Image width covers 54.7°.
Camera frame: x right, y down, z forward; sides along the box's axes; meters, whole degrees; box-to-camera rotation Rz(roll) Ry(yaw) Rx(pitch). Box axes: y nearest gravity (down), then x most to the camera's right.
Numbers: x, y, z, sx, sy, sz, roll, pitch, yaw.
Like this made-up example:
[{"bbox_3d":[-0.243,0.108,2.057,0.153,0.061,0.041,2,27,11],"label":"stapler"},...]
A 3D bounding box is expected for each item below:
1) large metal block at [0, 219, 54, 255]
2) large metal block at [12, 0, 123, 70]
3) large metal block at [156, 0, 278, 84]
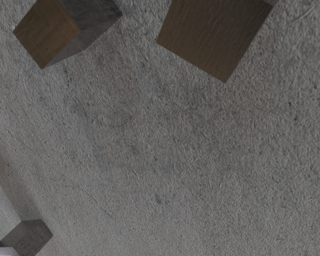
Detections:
[{"bbox_3d":[-0.301,0.252,0.686,0.080,0.080,0.050,-16,110,34],"label":"large metal block"},{"bbox_3d":[-0.103,-0.119,0.352,0.080,0.080,0.050,-27,104,37],"label":"large metal block"},{"bbox_3d":[0.054,-0.104,0.298,0.080,0.050,0.079,32,129,7],"label":"large metal block"}]
